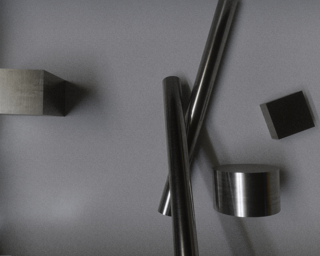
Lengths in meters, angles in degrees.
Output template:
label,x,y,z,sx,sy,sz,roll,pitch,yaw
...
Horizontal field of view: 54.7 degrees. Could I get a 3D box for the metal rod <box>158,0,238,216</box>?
label,x,y,z,sx,sy,sz,roll,pitch,yaw
metal rod,0.050,-0.030,0.412,0.025,0.025,0.298,16,90,-1

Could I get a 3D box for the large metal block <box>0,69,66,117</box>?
label,x,y,z,sx,sy,sz,roll,pitch,yaw
large metal block,-0.170,-0.041,0.382,0.081,0.080,0.050,2,90,-1

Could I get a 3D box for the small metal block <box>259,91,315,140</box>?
label,x,y,z,sx,sy,sz,roll,pitch,yaw
small metal block,0.169,-0.017,0.414,0.050,0.025,0.050,-20,90,-1

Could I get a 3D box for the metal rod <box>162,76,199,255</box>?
label,x,y,z,sx,sy,sz,roll,pitch,yaw
metal rod,0.024,0.071,0.347,0.025,0.025,0.299,-3,63,0

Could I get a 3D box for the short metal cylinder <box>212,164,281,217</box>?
label,x,y,z,sx,sy,sz,roll,pitch,yaw
short metal cylinder,0.107,0.075,0.385,0.081,0.080,0.050,-2,90,-1
